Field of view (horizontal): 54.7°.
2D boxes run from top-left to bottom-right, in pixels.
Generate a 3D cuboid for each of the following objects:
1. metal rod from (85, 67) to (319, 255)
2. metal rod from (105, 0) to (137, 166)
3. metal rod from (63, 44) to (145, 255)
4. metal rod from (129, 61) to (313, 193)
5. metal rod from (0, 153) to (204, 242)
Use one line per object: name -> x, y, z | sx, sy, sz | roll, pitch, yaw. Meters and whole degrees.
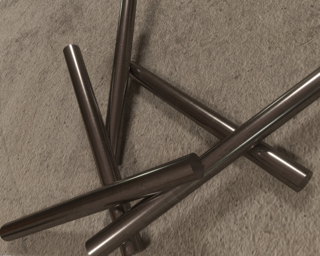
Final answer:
metal rod -> 0.051, 0.038, 0.318 | 0.300, 0.025, 0.025 | -37, 51, 1
metal rod -> -0.057, -0.093, 0.457 | 0.025, 0.025, 0.299 | -5, 69, 25
metal rod -> -0.080, 0.010, 0.398 | 0.025, 0.025, 0.299 | -27, 65, 11
metal rod -> 0.046, -0.020, 0.391 | 0.025, 0.025, 0.300 | -48, 52, -5
metal rod -> -0.087, 0.088, 0.353 | 0.300, 0.025, 0.025 | -24, 52, 28
